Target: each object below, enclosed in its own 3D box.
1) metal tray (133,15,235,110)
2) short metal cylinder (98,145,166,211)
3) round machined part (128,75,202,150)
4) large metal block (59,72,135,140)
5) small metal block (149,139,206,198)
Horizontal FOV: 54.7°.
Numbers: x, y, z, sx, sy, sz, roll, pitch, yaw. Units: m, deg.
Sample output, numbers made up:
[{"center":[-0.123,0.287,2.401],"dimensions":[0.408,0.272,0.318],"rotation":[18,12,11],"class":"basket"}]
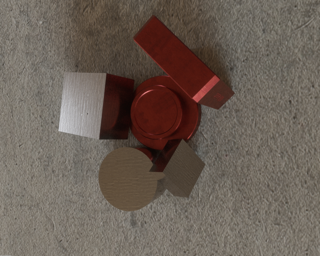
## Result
[{"center":[0.033,-0.065,0.341],"dimensions":[0.030,0.130,0.090],"rotation":[-46,76,14],"class":"metal tray"},{"center":[-0.033,0.063,0.408],"dimensions":[0.080,0.050,0.079],"rotation":[0,90,19],"class":"short metal cylinder"},{"center":[0.001,-0.020,0.401],"dimensions":[0.098,0.042,0.097],"rotation":[0,90,19],"class":"round machined part"},{"center":[-0.085,-0.030,0.412],"dimensions":[0.080,0.050,0.079],"rotation":[9,93,36],"class":"large metal block"},{"center":[0.022,0.049,0.377],"dimensions":[0.025,0.050,0.050],"rotation":[-8,131,50],"class":"small metal block"}]
